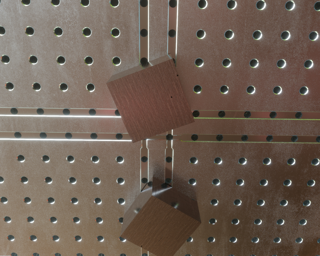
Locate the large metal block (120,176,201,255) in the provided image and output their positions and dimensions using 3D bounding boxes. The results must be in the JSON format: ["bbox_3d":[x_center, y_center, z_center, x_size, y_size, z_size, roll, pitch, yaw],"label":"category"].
[{"bbox_3d":[0.001,0.131,0.448,0.080,0.050,0.080,32,107,-11],"label":"large metal block"}]

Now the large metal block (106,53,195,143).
[{"bbox_3d":[-0.010,-0.038,0.386,0.080,0.050,0.080,-19,109,7],"label":"large metal block"}]
